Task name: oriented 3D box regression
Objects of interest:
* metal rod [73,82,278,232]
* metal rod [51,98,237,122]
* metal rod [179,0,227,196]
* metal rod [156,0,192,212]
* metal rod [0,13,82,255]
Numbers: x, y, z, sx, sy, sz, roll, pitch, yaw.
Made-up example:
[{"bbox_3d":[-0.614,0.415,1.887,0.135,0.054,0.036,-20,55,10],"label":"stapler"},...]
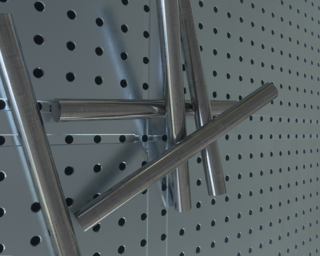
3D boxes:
[{"bbox_3d":[0.033,0.026,0.384,0.302,0.025,0.025,-33,112,-17],"label":"metal rod"},{"bbox_3d":[0.008,-0.026,0.417,0.302,0.025,0.025,-4,93,-40],"label":"metal rod"},{"bbox_3d":[0.052,-0.058,0.426,0.025,0.025,0.298,-8,86,-40],"label":"metal rod"},{"bbox_3d":[0.019,-0.028,0.392,0.025,0.025,0.298,-21,114,-38],"label":"metal rod"},{"bbox_3d":[-0.118,0.041,0.311,0.025,0.025,0.298,-21,103,-38],"label":"metal rod"}]
